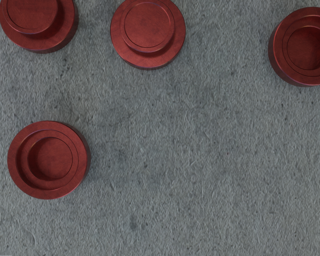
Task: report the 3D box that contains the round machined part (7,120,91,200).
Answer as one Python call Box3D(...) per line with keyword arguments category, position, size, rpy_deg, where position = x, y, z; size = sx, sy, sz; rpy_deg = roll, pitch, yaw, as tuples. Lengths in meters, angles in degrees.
Box3D(category="round machined part", position=(-0.138, 0.039, 0.400), size=(0.099, 0.042, 0.097), rpy_deg=(0, 90, 0))

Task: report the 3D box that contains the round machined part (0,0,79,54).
Box3D(category="round machined part", position=(-0.159, -0.149, 0.400), size=(0.099, 0.042, 0.097), rpy_deg=(0, 90, 0))

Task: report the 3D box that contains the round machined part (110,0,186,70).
Box3D(category="round machined part", position=(-0.016, -0.127, 0.401), size=(0.099, 0.042, 0.097), rpy_deg=(0, 90, 0))

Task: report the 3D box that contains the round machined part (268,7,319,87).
Box3D(category="round machined part", position=(0.189, -0.101, 0.403), size=(0.099, 0.042, 0.097), rpy_deg=(0, 90, 0))
